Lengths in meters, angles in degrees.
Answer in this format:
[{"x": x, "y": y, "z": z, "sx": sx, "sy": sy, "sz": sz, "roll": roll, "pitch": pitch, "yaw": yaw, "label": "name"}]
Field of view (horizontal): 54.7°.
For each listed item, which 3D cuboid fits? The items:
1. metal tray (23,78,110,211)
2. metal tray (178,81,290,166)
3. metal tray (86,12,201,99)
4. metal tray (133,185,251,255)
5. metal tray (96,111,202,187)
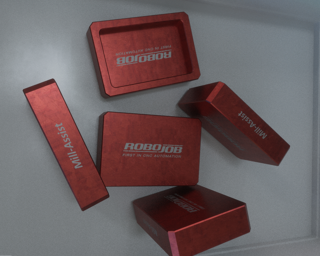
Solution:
[{"x": -0.103, "y": 0.017, "z": 0.336, "sx": 0.030, "sy": 0.090, "sz": 0.129, "roll": -26, "pitch": 99, "yaw": -19, "label": "metal tray"}, {"x": 0.095, "y": -0.004, "z": 0.410, "sx": 0.130, "sy": 0.090, "sz": 0.030, "roll": 39, "pitch": 78, "yaw": -16, "label": "metal tray"}, {"x": -0.019, "y": -0.095, "z": 0.400, "sx": 0.131, "sy": 0.030, "sz": 0.089, "roll": -14, "pitch": 95, "yaw": -20, "label": "metal tray"}, {"x": 0.030, "y": 0.101, "z": 0.364, "sx": 0.091, "sy": 0.130, "sz": 0.030, "roll": -13, "pitch": 95, "yaw": -20, "label": "metal tray"}, {"x": -0.013, "y": 0.028, "z": 0.401, "sx": 0.131, "sy": 0.030, "sz": 0.089, "roll": 4, "pitch": 89, "yaw": -21, "label": "metal tray"}]
